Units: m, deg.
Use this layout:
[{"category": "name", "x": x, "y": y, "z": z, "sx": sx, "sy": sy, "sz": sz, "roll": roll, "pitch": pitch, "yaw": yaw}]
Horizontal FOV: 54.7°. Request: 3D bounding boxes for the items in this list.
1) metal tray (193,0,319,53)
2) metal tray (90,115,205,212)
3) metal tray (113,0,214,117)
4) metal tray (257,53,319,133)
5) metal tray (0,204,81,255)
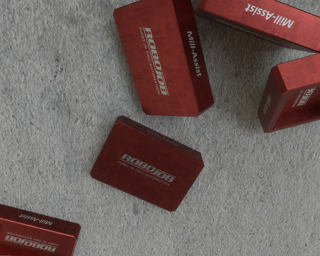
[{"category": "metal tray", "x": 0.102, "y": -0.118, "z": 0.331, "sx": 0.131, "sy": 0.090, "sz": 0.030, "roll": 17, "pitch": 107, "yaw": -7}, {"category": "metal tray", "x": -0.017, "y": 0.051, "z": 0.426, "sx": 0.131, "sy": 0.030, "sz": 0.089, "roll": 26, "pitch": 108, "yaw": -10}, {"category": "metal tray", "x": 0.004, "y": -0.078, "z": 0.349, "sx": 0.090, "sy": 0.030, "sz": 0.129, "roll": 4, "pitch": 118, "yaw": 45}, {"category": "metal tray", "x": 0.165, "y": -0.037, "z": 0.347, "sx": 0.090, "sy": 0.130, "sz": 0.030, "roll": -15, "pitch": 69, "yaw": 5}, {"category": "metal tray", "x": -0.196, "y": 0.175, "z": 0.469, "sx": 0.131, "sy": 0.030, "sz": 0.089, "roll": 17, "pitch": 109, "yaw": -7}]
